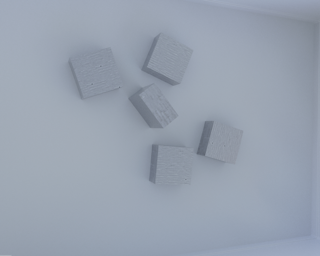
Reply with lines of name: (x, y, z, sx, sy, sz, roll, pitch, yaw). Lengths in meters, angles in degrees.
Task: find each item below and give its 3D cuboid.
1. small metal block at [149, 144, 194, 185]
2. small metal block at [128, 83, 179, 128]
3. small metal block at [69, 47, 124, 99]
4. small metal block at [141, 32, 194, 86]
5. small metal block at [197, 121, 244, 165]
small metal block: (0.015, 0.049, 0.417, 0.050, 0.025, 0.050, 5, 88, -20)
small metal block: (-0.009, -0.027, 0.395, 0.025, 0.050, 0.050, -40, 103, -16)
small metal block: (-0.079, -0.067, 0.382, 0.050, 0.025, 0.050, -20, 97, -19)
small metal block: (0.010, -0.091, 0.415, 0.050, 0.025, 0.050, 24, 82, -19)
small metal block: (0.086, 0.021, 0.444, 0.050, 0.025, 0.050, 17, 84, -20)
